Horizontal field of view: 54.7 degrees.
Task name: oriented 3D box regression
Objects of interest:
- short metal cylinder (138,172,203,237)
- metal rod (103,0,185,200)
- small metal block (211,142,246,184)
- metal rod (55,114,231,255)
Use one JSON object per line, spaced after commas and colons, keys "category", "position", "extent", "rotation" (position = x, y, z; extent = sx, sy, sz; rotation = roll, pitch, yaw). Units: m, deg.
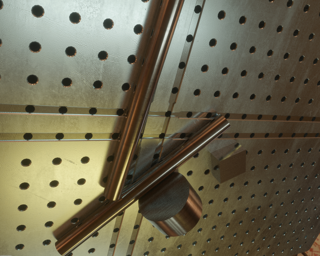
{"category": "short metal cylinder", "position": [0.016, 0.111, 0.454], "extent": [0.080, 0.080, 0.050], "rotation": [-37, 130, -4]}
{"category": "metal rod", "position": [-0.022, -0.037, 0.377], "extent": [0.025, 0.025, 0.298], "rotation": [5, 116, -31]}
{"category": "small metal block", "position": [0.113, 0.057, 0.511], "extent": [0.050, 0.025, 0.050], "rotation": [-22, 127, -16]}
{"category": "metal rod", "position": [-0.022, 0.081, 0.450], "extent": [0.301, 0.025, 0.025], "rotation": [-38, 130, -3]}
